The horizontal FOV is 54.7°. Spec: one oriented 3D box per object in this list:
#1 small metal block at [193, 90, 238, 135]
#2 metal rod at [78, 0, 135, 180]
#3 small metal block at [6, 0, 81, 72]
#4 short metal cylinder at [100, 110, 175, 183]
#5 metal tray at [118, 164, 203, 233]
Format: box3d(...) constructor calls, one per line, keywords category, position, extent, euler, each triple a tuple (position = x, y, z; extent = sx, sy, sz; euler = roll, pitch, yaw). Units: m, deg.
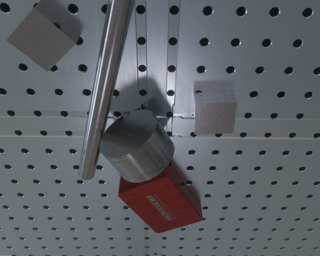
box3d(category="small metal block", position=(0.069, -0.019, 0.396), extent=(0.050, 0.025, 0.050), euler=(-3, 130, 2))
box3d(category="metal rod", position=(-0.070, -0.040, 0.376), extent=(0.025, 0.025, 0.298), euler=(12, 129, -11))
box3d(category="small metal block", position=(-0.122, -0.097, 0.328), extent=(0.050, 0.025, 0.050), euler=(-35, 122, 25))
box3d(category="short metal cylinder", position=(-0.029, 0.022, 0.394), extent=(0.080, 0.080, 0.050), euler=(-20, 127, 16))
box3d(category="metal tray", position=(0.003, 0.120, 0.510), extent=(0.090, 0.030, 0.130), euler=(-23, 127, 18))
